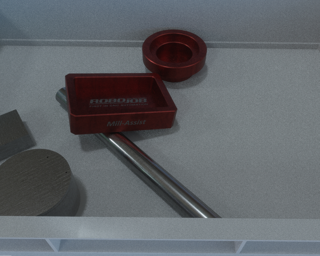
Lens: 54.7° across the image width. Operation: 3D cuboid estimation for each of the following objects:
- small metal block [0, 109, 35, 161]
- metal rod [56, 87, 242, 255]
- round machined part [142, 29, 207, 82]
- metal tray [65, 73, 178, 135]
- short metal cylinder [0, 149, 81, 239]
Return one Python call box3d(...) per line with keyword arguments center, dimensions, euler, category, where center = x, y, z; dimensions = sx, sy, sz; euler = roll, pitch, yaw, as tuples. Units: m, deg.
box3d(center=(-0.197, 0.010, 0.394), dimensions=(0.050, 0.025, 0.050), euler=(-27, 55, -21), category="small metal block")
box3d(center=(-0.032, 0.034, 0.375), dimensions=(0.025, 0.025, 0.300), euler=(-37, 60, -27), category="metal rod")
box3d(center=(0.022, -0.110, 0.486), dimensions=(0.099, 0.042, 0.098), euler=(0, 50, 0), category="round machined part")
box3d(center=(-0.053, -0.036, 0.407), dimensions=(0.131, 0.030, 0.090), euler=(-4, 43, -19), category="metal tray")
box3d(center=(-0.130, 0.069, 0.329), dimensions=(0.081, 0.050, 0.080), euler=(0, 50, 0), category="short metal cylinder")
